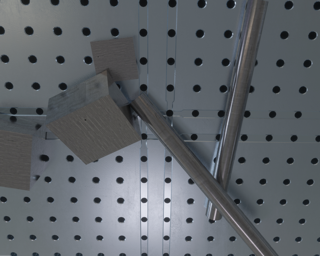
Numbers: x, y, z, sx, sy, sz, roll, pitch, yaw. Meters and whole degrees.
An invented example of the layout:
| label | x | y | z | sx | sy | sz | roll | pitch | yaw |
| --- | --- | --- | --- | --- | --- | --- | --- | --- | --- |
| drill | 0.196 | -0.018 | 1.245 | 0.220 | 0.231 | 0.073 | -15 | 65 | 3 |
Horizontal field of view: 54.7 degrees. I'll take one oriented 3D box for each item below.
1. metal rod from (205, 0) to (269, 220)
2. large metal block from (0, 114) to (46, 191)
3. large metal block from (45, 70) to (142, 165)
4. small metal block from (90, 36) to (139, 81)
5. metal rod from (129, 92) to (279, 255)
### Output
| label | x | y | z | sx | sy | sz | roll | pitch | yaw |
| --- | --- | --- | --- | --- | --- | --- | --- | --- | --- |
| metal rod | 0.097 | -0.009 | 0.410 | 0.025 | 0.025 | 0.298 | 6 | 110 | -2 |
| large metal block | -0.202 | 0.030 | 0.409 | 0.081 | 0.050 | 0.079 | 10 | 110 | -4 |
| large metal block | -0.079 | -0.011 | 0.380 | 0.080 | 0.050 | 0.080 | -25 | 132 | 9 |
| small metal block | -0.054 | -0.085 | 0.382 | 0.050 | 0.025 | 0.050 | -6 | 110 | 2 |
| metal rod | 0.065 | 0.076 | 0.418 | 0.025 | 0.025 | 0.300 | -38 | 97 | 13 |
